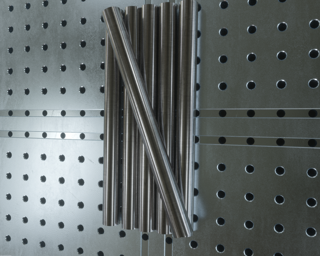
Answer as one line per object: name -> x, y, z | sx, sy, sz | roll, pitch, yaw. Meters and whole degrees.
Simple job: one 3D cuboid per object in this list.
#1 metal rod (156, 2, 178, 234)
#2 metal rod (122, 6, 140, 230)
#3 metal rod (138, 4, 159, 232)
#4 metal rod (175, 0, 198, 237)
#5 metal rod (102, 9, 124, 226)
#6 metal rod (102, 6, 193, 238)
metal rod -> 0.009, -0.012, 0.410 | 0.025, 0.025, 0.298 | 1, 90, 20
metal rod -> -0.038, -0.013, 0.426 | 0.025, 0.025, 0.298 | 1, 90, 20
metal rod -> -0.016, -0.013, 0.417 | 0.025, 0.025, 0.298 | 1, 90, 20
metal rod -> 0.034, -0.012, 0.402 | 0.025, 0.025, 0.298 | 1, 90, 20
metal rod -> -0.066, -0.015, 0.435 | 0.025, 0.025, 0.298 | 1, 90, 20
metal rod -> -0.018, -0.012, 0.393 | 0.025, 0.025, 0.299 | -20, 83, 19
